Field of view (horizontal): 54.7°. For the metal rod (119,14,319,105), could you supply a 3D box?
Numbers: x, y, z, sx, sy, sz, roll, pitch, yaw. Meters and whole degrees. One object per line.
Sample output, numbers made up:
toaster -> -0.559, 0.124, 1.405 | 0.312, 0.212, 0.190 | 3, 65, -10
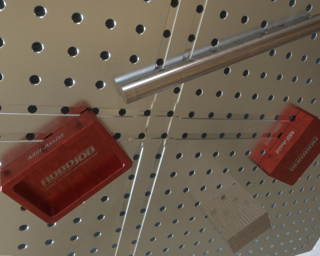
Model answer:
metal rod -> 0.091, -0.095, 0.402 | 0.302, 0.025, 0.025 | -22, 127, -15

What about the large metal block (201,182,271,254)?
large metal block -> 0.133, 0.155, 0.544 | 0.080, 0.080, 0.050 | -32, 129, -8

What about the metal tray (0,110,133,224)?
metal tray -> -0.110, 0.050, 0.378 | 0.130, 0.030, 0.090 | -36, 129, -4

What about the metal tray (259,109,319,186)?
metal tray -> 0.252, 0.040, 0.570 | 0.090, 0.030, 0.129 | 24, 105, -37
